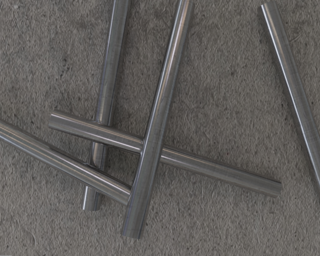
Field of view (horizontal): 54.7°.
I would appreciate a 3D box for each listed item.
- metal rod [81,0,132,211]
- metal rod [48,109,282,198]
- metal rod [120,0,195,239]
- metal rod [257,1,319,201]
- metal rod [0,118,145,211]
[{"bbox_3d":[-0.069,-0.042,0.409,0.025,0.025,0.298,9,90,0],"label":"metal rod"},{"bbox_3d":[0.012,0.035,0.393,0.302,0.025,0.025,18,90,-7],"label":"metal rod"},{"bbox_3d":[0.001,-0.022,0.376,0.025,0.025,0.299,13,77,0],"label":"metal rod"},{"bbox_3d":[0.188,-0.021,0.411,0.025,0.025,0.298,-18,90,0],"label":"metal rod"},{"bbox_3d":[-0.151,0.028,0.391,0.301,0.025,0.025,26,90,6],"label":"metal rod"}]
